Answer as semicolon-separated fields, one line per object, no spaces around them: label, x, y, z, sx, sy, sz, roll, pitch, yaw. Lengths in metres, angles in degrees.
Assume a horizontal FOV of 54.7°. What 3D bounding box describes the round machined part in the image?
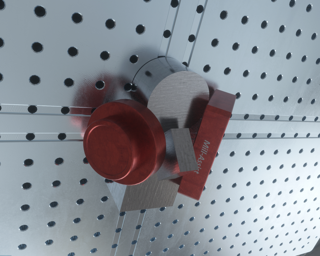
round machined part;-0.046;0.019;0.345;0.042;0.098;0.097;-26;137;-56

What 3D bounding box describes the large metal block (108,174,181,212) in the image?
large metal block;-0.017;0.063;0.424;0.081;0.050;0.079;2;118;-30

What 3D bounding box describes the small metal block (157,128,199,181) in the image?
small metal block;0.016;0.032;0.368;0.025;0.050;0.050;-2;162;-31

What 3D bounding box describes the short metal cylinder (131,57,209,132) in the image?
short metal cylinder;0.012;-0.040;0.376;0.081;0.050;0.079;-14;124;-21

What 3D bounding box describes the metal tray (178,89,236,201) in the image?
metal tray;0.064;0.021;0.419;0.030;0.090;0.129;20;115;10
